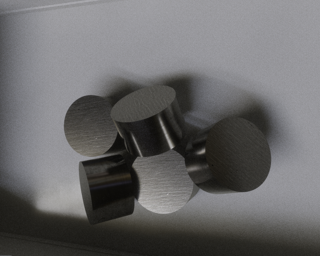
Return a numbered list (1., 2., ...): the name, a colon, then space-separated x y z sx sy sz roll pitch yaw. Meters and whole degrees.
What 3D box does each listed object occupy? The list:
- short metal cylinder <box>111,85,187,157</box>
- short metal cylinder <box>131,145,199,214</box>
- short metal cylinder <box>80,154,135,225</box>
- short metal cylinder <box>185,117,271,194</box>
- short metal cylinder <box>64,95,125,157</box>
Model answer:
1. short metal cylinder: -0.013 -0.010 0.375 0.080 0.080 0.050 -8 123 19
2. short metal cylinder: 0.009 0.062 0.392 0.080 0.050 0.079 0 90 19
3. short metal cylinder: -0.070 0.077 0.396 0.050 0.080 0.080 -9 86 -23
4. short metal cylinder: 0.075 0.033 0.347 0.081 0.050 0.080 5 74 -19
5. short metal cylinder: -0.081 -0.003 0.422 0.080 0.050 0.079 0 90 19
